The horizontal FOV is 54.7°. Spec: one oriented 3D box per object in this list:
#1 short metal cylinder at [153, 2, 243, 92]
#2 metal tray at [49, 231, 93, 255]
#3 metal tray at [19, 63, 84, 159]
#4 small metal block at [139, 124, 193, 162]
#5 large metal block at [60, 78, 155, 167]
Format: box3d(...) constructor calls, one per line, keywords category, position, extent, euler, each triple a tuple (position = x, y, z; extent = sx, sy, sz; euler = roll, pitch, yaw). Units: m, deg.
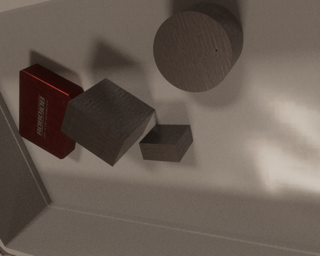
box3d(category="short metal cylinder", position=(0.040, -0.083, 0.319), extent=(0.080, 0.050, 0.079), euler=(13, 124, 20))
box3d(category="metal tray", position=(-0.203, 0.298, 0.696), extent=(0.090, 0.030, 0.129), euler=(26, 127, 12))
box3d(category="metal tray", position=(-0.172, -0.022, 0.480), extent=(0.090, 0.030, 0.129), euler=(28, 128, 10))
box3d(category="small metal block", position=(0.009, 0.018, 0.398), extent=(0.050, 0.050, 0.025), euler=(1, 119, 27))
box3d(category="large metal block", position=(-0.066, -0.010, 0.400), extent=(0.080, 0.080, 0.050), euler=(33, 129, 6))
